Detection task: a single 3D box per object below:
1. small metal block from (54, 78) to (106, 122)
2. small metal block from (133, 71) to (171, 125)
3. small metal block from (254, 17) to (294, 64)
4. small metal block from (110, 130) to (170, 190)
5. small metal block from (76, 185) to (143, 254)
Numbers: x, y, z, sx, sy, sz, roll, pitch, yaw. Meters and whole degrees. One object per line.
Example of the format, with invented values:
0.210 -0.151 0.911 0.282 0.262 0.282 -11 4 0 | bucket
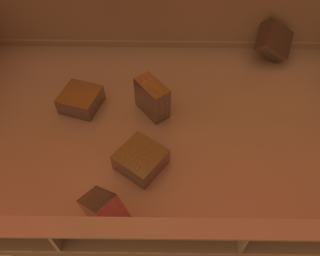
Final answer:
-0.112 -0.040 0.438 0.050 0.025 0.050 14 51 11 | small metal block
-0.011 -0.041 0.423 0.025 0.050 0.050 -30 56 -23 | small metal block
0.183 -0.139 0.496 0.050 0.025 0.050 23 76 -24 | small metal block
-0.023 0.038 0.373 0.050 0.025 0.050 30 56 23 | small metal block
-0.050 0.087 0.302 0.025 0.050 0.050 -38 20 -27 | small metal block
